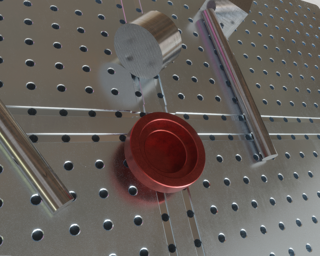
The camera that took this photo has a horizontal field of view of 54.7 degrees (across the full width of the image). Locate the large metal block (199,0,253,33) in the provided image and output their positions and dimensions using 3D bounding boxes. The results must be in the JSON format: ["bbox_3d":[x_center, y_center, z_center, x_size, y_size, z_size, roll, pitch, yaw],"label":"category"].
[{"bbox_3d":[0.134,-0.250,0.617,0.080,0.050,0.080,31,52,-9],"label":"large metal block"}]

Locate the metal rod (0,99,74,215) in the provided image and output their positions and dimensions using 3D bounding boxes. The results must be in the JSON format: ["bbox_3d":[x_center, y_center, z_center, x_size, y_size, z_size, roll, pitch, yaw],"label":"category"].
[{"bbox_3d":[-0.190,-0.037,0.327,0.025,0.025,0.300,-33,80,-38],"label":"metal rod"}]

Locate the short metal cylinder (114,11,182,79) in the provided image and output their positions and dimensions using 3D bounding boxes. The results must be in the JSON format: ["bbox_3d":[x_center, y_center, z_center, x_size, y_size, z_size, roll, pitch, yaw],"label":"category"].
[{"bbox_3d":[-0.017,-0.116,0.434,0.080,0.080,0.050,42,51,1],"label":"short metal cylinder"}]

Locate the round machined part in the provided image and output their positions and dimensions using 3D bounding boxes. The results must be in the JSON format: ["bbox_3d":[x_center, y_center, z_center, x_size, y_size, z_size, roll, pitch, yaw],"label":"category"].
[{"bbox_3d":[0.003,0.032,0.379,0.099,0.042,0.098,14,56,-21],"label":"round machined part"}]

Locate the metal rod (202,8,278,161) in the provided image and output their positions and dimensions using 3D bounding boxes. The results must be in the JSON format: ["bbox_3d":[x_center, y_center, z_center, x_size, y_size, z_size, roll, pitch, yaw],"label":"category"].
[{"bbox_3d":[0.129,-0.087,0.530,0.025,0.025,0.299,-2,63,-29],"label":"metal rod"}]
